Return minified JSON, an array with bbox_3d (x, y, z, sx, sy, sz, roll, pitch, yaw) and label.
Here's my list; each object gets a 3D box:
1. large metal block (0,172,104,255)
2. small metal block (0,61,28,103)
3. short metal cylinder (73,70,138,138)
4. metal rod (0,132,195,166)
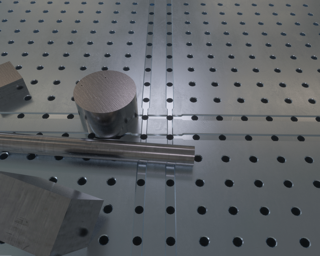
[{"bbox_3d":[-0.112,0.080,0.295,0.080,0.080,0.050,16,79,13],"label":"large metal block"},{"bbox_3d":[-0.236,-0.068,0.463,0.050,0.025,0.050,-31,57,-24],"label":"small metal block"},{"bbox_3d":[-0.071,-0.033,0.418,0.081,0.050,0.080,0,50,0],"label":"short metal cylinder"},{"bbox_3d":[-0.109,0.024,0.386,0.302,0.025,0.025,4,50,3],"label":"metal rod"}]
